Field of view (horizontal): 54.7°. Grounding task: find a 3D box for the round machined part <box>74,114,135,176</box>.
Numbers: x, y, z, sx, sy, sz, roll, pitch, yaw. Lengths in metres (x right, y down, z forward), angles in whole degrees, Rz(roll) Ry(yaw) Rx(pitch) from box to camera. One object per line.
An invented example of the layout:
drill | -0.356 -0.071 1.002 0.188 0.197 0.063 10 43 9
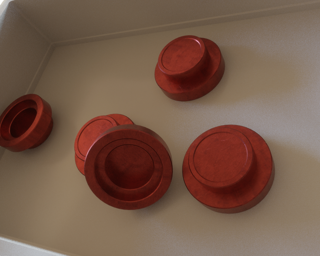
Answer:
round machined part | -0.075 0.022 0.419 0.098 0.042 0.098 -13 56 20

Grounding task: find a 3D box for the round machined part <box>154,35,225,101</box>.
round machined part | 0.036 -0.089 0.429 0.098 0.042 0.098 -13 56 20

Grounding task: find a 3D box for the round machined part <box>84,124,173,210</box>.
round machined part | -0.034 0.042 0.363 0.098 0.098 0.042 -30 13 9

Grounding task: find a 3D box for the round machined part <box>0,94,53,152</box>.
round machined part | -0.217 -0.004 0.508 0.098 0.042 0.098 -13 56 20

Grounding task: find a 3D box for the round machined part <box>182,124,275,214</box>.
round machined part | 0.070 0.038 0.334 0.098 0.042 0.098 -13 56 20
